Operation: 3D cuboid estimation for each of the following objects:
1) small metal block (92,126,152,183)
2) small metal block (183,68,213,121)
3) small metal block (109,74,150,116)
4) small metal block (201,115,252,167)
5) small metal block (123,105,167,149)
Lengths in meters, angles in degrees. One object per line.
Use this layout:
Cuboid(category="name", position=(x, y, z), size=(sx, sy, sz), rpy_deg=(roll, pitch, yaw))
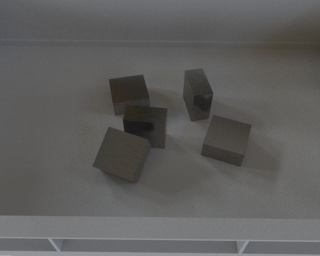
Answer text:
Cuboid(category="small metal block", position=(-0.043, 0.032, 0.365), size=(0.050, 0.025, 0.050), rpy_deg=(18, 80, 14))
Cuboid(category="small metal block", position=(0.051, -0.046, 0.427), size=(0.025, 0.050, 0.050), rpy_deg=(-8, 51, -7))
Cuboid(category="small metal block", position=(-0.044, -0.048, 0.445), size=(0.050, 0.025, 0.050), rpy_deg=(-9, 51, -8))
Cuboid(category="small metal block", position=(0.084, 0.015, 0.393), size=(0.050, 0.025, 0.050), rpy_deg=(16, 52, 13))
Cuboid(category="small metal block", position=(-0.017, -0.001, 0.389), size=(0.050, 0.050, 0.025), rpy_deg=(5, 50, 4))
